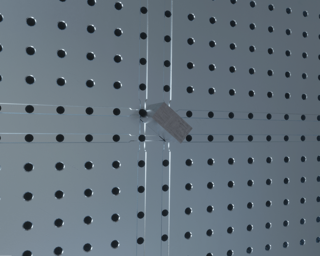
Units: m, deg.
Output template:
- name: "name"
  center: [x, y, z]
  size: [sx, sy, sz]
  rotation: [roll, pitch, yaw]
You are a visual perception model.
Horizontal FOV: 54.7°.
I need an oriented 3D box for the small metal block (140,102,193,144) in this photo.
- name: "small metal block"
  center: [0.007, -0.006, 0.403]
  size: [0.050, 0.050, 0.025]
  rotation: [42, 77, -16]
